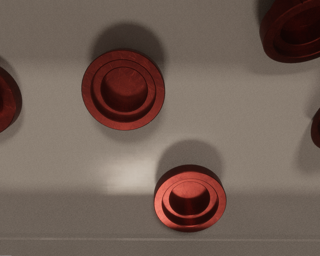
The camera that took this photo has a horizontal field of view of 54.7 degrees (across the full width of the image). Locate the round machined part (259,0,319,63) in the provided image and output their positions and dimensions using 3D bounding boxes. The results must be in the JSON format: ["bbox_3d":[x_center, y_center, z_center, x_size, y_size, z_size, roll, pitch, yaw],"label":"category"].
[{"bbox_3d":[0.160,-0.120,0.343,0.099,0.042,0.098,-3,152,-2],"label":"round machined part"}]

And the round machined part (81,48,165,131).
[{"bbox_3d":[-0.043,-0.049,0.383,0.099,0.042,0.097,0,110,-1],"label":"round machined part"}]

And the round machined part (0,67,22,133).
[{"bbox_3d":[-0.231,-0.034,0.387,0.099,0.042,0.097,0,110,-1],"label":"round machined part"}]

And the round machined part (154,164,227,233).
[{"bbox_3d":[0.041,0.095,0.438,0.099,0.042,0.097,0,110,-1],"label":"round machined part"}]

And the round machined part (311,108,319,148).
[{"bbox_3d":[0.238,-0.006,0.374,0.042,0.098,0.098,31,107,-11],"label":"round machined part"}]
